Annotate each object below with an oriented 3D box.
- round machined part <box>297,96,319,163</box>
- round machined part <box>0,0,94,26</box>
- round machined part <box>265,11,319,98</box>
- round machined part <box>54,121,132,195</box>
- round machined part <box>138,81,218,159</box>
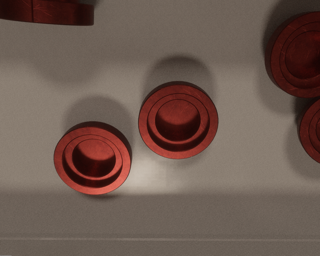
[{"bbox_3d":[0.228,-0.001,0.395,0.098,0.042,0.097,3,102,15],"label":"round machined part"},{"bbox_3d":[-0.119,-0.133,0.322,0.099,0.098,0.042,5,110,-2],"label":"round machined part"},{"bbox_3d":[0.175,-0.089,0.372,0.099,0.042,0.097,0,110,-1],"label":"round machined part"},{"bbox_3d":[-0.086,0.037,0.415,0.099,0.042,0.097,0,110,-1],"label":"round machined part"},{"bbox_3d":[0.022,-0.013,0.398,0.099,0.042,0.097,0,110,-1],"label":"round machined part"}]
